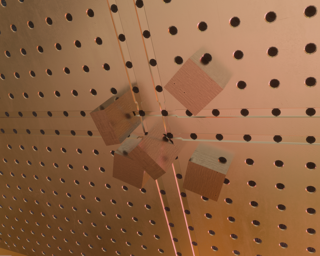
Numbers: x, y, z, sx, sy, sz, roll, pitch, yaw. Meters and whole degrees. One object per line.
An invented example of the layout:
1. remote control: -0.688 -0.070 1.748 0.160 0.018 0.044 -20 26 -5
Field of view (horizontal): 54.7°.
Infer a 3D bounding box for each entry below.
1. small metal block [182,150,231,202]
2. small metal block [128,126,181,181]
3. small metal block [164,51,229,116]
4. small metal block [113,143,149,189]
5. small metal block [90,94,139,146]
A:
1. small metal block: 0.062 0.065 0.418 0.050 0.025 0.050 20 126 16
2. small metal block: -0.007 0.033 0.418 0.050 0.050 0.025 45 129 -4
3. small metal block: 0.041 -0.050 0.357 0.050 0.025 0.050 43 129 -2
4. small metal block: -0.042 0.058 0.468 0.050 0.025 0.050 20 126 15
5. small metal block: -0.060 -0.011 0.418 0.025 0.050 0.050 -10 113 32
